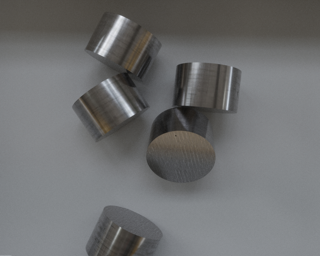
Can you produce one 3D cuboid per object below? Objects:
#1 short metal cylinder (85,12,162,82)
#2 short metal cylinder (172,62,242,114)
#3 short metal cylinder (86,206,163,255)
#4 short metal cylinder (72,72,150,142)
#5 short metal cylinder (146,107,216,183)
[{"bbox_3d":[-0.045,-0.098,0.383,0.080,0.080,0.050,27,90,-1],"label":"short metal cylinder"},{"bbox_3d":[0.058,-0.047,0.385,0.081,0.080,0.050,6,90,-1],"label":"short metal cylinder"},{"bbox_3d":[-0.044,0.138,0.384,0.080,0.080,0.050,25,90,-1],"label":"short metal cylinder"},{"bbox_3d":[-0.060,-0.025,0.383,0.080,0.080,0.050,-34,90,0],"label":"short metal cylinder"},{"bbox_3d":[0.026,0.021,0.381,0.080,0.050,0.079,3,125,4],"label":"short metal cylinder"}]
